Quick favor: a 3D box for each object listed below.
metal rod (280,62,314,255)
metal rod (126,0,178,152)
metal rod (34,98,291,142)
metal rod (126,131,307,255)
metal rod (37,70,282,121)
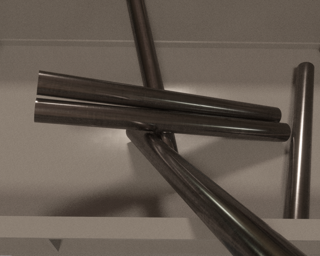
[{"bbox_3d":[0.180,0.015,0.394,0.025,0.025,0.301,15,51,12],"label":"metal rod"},{"bbox_3d":[-0.016,-0.089,0.402,0.025,0.025,0.299,-10,75,-8],"label":"metal rod"},{"bbox_3d":[0.019,-0.006,0.357,0.302,0.025,0.025,5,48,-18],"label":"metal rod"},{"bbox_3d":[0.015,0.037,0.266,0.025,0.025,0.300,-17,17,-14],"label":"metal rod"},{"bbox_3d":[0.017,-0.031,0.366,0.302,0.025,0.025,6,47,-22],"label":"metal rod"}]
